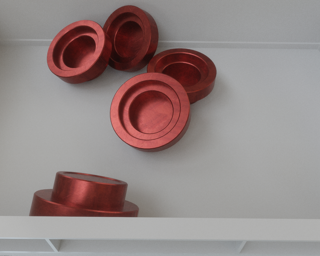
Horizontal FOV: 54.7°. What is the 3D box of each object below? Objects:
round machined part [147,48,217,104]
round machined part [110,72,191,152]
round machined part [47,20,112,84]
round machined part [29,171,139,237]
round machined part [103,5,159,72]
[{"bbox_3d":[0.030,-0.070,0.454,0.099,0.042,0.098,0,50,0],"label":"round machined part"},{"bbox_3d":[-0.010,-0.017,0.392,0.098,0.042,0.098,-3,75,10],"label":"round machined part"},{"bbox_3d":[-0.116,-0.110,0.468,0.098,0.042,0.098,-7,68,18],"label":"round machined part"},{"bbox_3d":[-0.068,0.068,0.296,0.098,0.098,0.042,10,84,7],"label":"round machined part"},{"bbox_3d":[-0.043,-0.136,0.485,0.098,0.097,0.042,38,20,27],"label":"round machined part"}]
